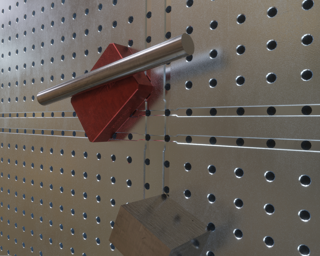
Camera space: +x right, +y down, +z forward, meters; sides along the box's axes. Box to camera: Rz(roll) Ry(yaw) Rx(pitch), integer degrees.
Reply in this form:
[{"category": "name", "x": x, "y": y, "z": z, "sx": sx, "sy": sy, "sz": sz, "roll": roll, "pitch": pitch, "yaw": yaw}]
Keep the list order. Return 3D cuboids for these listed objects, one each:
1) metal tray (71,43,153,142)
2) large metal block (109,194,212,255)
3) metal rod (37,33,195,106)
[{"category": "metal tray", "x": -0.078, "y": -0.050, "z": 0.468, "sx": 0.129, "sy": 0.030, "sz": 0.090, "roll": -45, "pitch": 63, "yaw": 30}, {"category": "large metal block", "x": 0.001, "y": 0.128, "z": 0.371, "sx": 0.080, "sy": 0.081, "sz": 0.050, "roll": 31, "pitch": 109, "yaw": 35}, {"category": "metal rod", "x": -0.084, "y": -0.072, "z": 0.436, "sx": 0.300, "sy": 0.025, "sz": 0.025, "roll": -10, "pitch": 84, "yaw": 39}]
